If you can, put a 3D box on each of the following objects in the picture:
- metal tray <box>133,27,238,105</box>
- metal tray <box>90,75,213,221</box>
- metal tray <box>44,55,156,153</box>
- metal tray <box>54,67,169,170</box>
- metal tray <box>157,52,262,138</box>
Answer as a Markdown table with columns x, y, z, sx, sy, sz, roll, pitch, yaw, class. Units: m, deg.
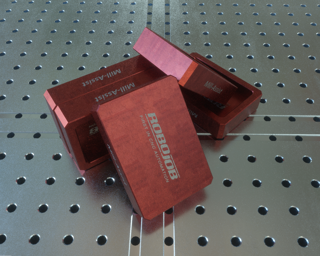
| x | y | z | sx | sy | sz | roll | pitch | yaw | class |
| --- | --- | --- | --- | --- | --- | --- | --- | --- | --- |
| 0.037 | -0.076 | 0.398 | 0.090 | 0.030 | 0.131 | 43 | 17 | 29 | metal tray |
| -0.006 | 0.019 | 0.331 | 0.091 | 0.129 | 0.030 | -26 | 13 | -20 | metal tray |
| -0.066 | -0.029 | 0.388 | 0.131 | 0.089 | 0.030 | -26 | 55 | -21 | metal tray |
| -0.049 | -0.011 | 0.372 | 0.131 | 0.089 | 0.030 | -26 | 55 | -21 | metal tray |
| 0.066 | -0.052 | 0.447 | 0.091 | 0.030 | 0.130 | -36 | 59 | -27 | metal tray |
